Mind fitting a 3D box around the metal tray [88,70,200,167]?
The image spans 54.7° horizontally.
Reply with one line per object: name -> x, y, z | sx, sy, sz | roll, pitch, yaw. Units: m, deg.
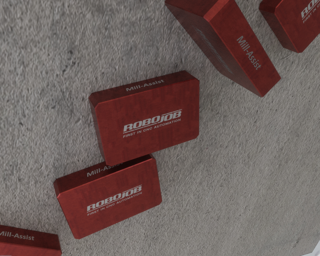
metal tray -> -0.015, -0.013, 0.387 | 0.131, 0.030, 0.089 | -17, 125, -19

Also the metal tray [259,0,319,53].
metal tray -> 0.201, -0.176, 0.404 | 0.130, 0.030, 0.090 | -49, 129, 6

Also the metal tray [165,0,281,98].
metal tray -> 0.071, -0.096, 0.343 | 0.030, 0.090, 0.130 | -47, 129, 5

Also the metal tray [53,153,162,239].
metal tray -> -0.066, 0.088, 0.422 | 0.131, 0.030, 0.089 | -20, 126, -17

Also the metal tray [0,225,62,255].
metal tray -> -0.207, 0.170, 0.396 | 0.131, 0.030, 0.090 | 28, 103, -38
